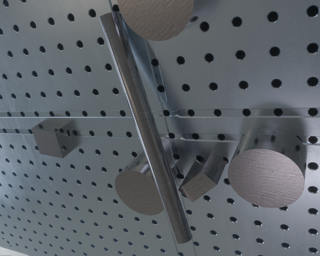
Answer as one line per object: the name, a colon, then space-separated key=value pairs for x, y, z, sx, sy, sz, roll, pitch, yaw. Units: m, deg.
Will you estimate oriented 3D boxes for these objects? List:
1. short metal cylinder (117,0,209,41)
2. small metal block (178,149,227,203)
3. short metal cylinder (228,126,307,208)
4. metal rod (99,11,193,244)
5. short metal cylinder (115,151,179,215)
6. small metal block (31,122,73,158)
short metal cylinder: x=0.004 y=-0.133 z=0.310 sx=0.080 sy=0.050 sz=0.079 roll=13 pitch=124 yaw=21
small metal block: x=0.056 y=0.062 z=0.404 sx=0.025 sy=0.050 sz=0.050 roll=42 pitch=129 yaw=-1
short metal cylinder: x=0.124 y=0.045 z=0.357 sx=0.080 sy=0.050 sz=0.079 roll=13 pitch=124 yaw=21
metal rod: x=-0.014 y=0.008 z=0.388 sx=0.025 sy=0.025 sz=0.298 roll=-12 pitch=102 yaw=33
short metal cylinder: x=-0.018 y=0.080 z=0.454 sx=0.080 sy=0.050 sz=0.079 roll=13 pitch=124 yaw=21
small metal block: x=-0.180 y=0.020 z=0.518 sx=0.050 sy=0.025 sz=0.050 roll=8 pitch=122 yaw=24
